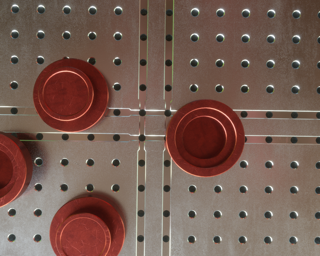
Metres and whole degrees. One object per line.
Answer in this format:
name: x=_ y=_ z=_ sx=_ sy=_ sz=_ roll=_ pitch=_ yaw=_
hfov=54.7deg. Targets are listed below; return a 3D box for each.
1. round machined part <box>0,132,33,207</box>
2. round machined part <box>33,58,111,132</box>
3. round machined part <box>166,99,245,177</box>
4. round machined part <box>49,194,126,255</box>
round machined part: x=-0.214 y=0.052 z=0.402 sx=0.099 sy=0.042 sz=0.097 roll=0 pitch=90 yaw=-1
round machined part: x=-0.117 y=-0.043 z=0.403 sx=0.099 sy=0.042 sz=0.097 roll=0 pitch=90 yaw=-1
round machined part: x=0.057 y=0.012 z=0.406 sx=0.099 sy=0.042 sz=0.097 roll=0 pitch=90 yaw=-1
round machined part: x=-0.095 y=0.139 z=0.404 sx=0.099 sy=0.042 sz=0.097 roll=0 pitch=90 yaw=-1
